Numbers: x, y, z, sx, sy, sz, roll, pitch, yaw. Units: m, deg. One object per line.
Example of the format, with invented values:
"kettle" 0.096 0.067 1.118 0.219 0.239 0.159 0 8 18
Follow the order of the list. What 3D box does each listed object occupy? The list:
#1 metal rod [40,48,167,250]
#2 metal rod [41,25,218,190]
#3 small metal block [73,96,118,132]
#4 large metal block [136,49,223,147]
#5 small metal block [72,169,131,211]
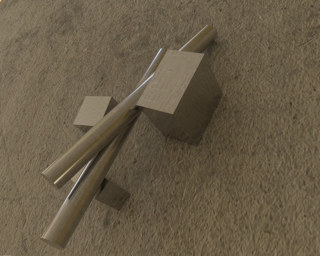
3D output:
"metal rod" -0.048 0.001 0.382 0.025 0.025 0.301 4 49 29
"metal rod" -0.018 -0.042 0.381 0.025 0.025 0.301 21 55 35
"small metal block" -0.094 -0.020 0.464 0.050 0.025 0.050 4 64 29
"large metal block" 0.028 -0.035 0.375 0.050 0.080 0.080 16 70 34
"small metal block" -0.072 0.072 0.380 0.050 0.050 0.025 26 76 36
